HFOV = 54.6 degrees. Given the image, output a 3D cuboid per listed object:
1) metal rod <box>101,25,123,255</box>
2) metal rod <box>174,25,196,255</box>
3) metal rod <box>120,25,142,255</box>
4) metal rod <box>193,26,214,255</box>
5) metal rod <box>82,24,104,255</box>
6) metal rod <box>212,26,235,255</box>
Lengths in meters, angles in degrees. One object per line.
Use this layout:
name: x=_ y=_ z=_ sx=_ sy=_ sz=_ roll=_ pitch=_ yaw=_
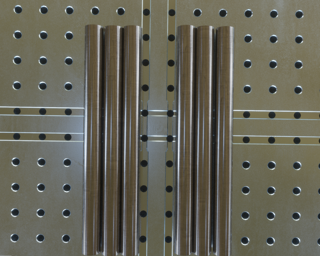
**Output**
metal rod: x=-0.063 y=0.017 z=0.412 sx=0.025 sy=0.025 sz=0.298 roll=1 pitch=90 yaw=0
metal rod: x=0.033 y=0.016 z=0.413 sx=0.025 sy=0.025 sz=0.298 roll=1 pitch=90 yaw=0
metal rod: x=-0.038 y=0.016 z=0.413 sx=0.025 sy=0.025 sz=0.298 roll=1 pitch=90 yaw=0
metal rod: x=0.058 y=0.017 z=0.413 sx=0.025 sy=0.025 sz=0.298 roll=1 pitch=90 yaw=0
metal rod: x=-0.089 y=0.015 z=0.412 sx=0.025 sy=0.025 sz=0.298 roll=1 pitch=90 yaw=0
metal rod: x=0.085 y=0.017 z=0.413 sx=0.025 sy=0.025 sz=0.298 roll=1 pitch=90 yaw=0
